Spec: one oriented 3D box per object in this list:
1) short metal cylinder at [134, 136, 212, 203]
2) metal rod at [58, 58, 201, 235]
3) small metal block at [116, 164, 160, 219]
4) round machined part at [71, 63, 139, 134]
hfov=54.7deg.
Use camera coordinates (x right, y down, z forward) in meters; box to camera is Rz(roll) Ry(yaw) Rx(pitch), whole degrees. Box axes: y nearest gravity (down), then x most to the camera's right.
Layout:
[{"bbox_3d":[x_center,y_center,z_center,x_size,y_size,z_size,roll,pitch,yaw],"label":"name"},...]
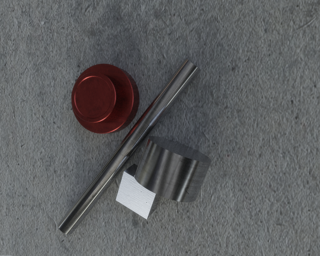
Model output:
[{"bbox_3d":[0.015,0.048,0.374,0.080,0.080,0.050,23,98,18],"label":"short metal cylinder"},{"bbox_3d":[-0.048,0.033,0.425,0.025,0.025,0.299,42,103,15],"label":"metal rod"},{"bbox_3d":[-0.026,0.084,0.410,0.050,0.025,0.050,27,118,18],"label":"small metal block"},{"bbox_3d":[-0.082,-0.041,0.429,0.098,0.042,0.097,0,90,20],"label":"round machined part"}]
